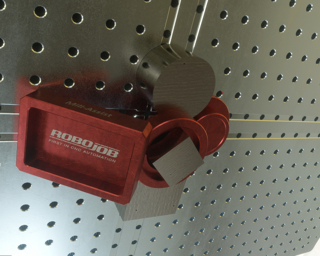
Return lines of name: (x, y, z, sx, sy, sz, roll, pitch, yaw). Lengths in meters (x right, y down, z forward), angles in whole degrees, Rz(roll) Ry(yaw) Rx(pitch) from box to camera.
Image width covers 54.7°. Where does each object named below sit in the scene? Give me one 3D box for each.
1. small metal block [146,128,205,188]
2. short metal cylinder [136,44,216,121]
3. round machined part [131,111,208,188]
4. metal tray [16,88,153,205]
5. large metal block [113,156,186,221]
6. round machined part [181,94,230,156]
small metal block: (0.017, 0.034, 0.361, 0.050, 0.025, 0.050, -36, 129, -4)
short metal cylinder: (0.018, -0.054, 0.371, 0.081, 0.050, 0.079, -14, 124, -21)
round machined part: (0.006, 0.022, 0.379, 0.099, 0.042, 0.097, -14, 124, -21)
metal tray: (-0.082, 0.020, 0.329, 0.131, 0.030, 0.089, 17, 114, 4)
large metal block: (-0.015, 0.077, 0.431, 0.081, 0.050, 0.079, 1, 118, -29)
round machined part: (0.056, 0.001, 0.430, 0.099, 0.042, 0.097, -14, 124, -21)
